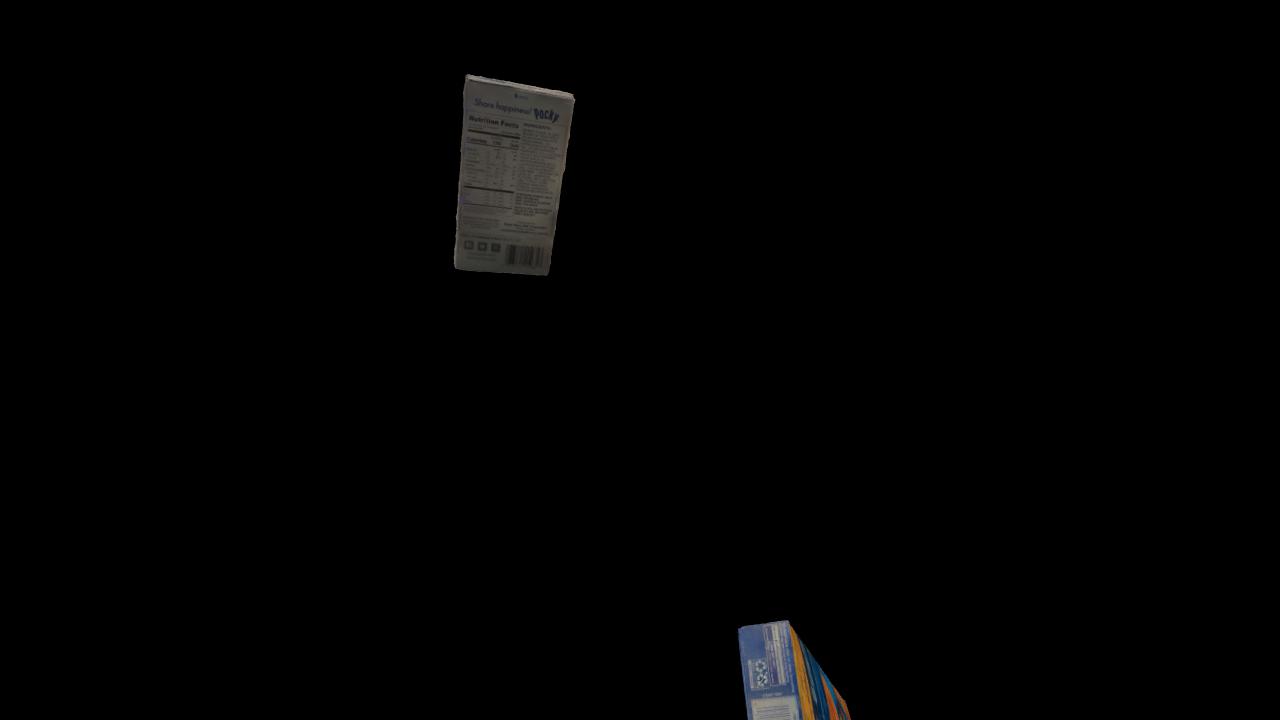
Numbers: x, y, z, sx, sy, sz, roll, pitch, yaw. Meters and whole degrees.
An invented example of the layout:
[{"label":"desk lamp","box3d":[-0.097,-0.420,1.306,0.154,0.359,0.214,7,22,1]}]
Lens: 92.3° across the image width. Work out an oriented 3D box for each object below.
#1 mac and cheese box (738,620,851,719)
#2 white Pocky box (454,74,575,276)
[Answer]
[{"label":"mac and cheese box","box3d":[0.119,0.263,0.431,0.041,0.093,0.184,-19,-47,17]},{"label":"white Pocky box","box3d":[-0.107,-0.145,0.508,0.084,0.154,0.028,2,32,-19]}]
